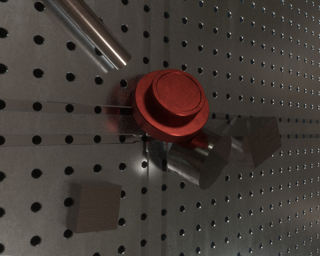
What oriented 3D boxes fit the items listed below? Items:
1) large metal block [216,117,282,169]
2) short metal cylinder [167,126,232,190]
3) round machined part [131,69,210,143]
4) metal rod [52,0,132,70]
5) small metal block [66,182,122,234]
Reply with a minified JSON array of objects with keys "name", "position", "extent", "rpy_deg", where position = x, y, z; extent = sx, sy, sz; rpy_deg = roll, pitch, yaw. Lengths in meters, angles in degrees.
[{"name":"large metal block","position":[0.130,0.020,0.485],"extent":[0.081,0.080,0.050],"rpy_deg":[-27,108,-37]},{"name":"short metal cylinder","position":[0.055,0.037,0.421],"extent":[0.081,0.050,0.079],"rpy_deg":[-36,139,-38]},{"name":"round machined part","position":[0.017,-0.034,0.384],"extent":[0.099,0.042,0.098],"rpy_deg":[9,58,-15]},{"name":"metal rod","position":[-0.133,-0.173,0.297],"extent":[0.300,0.025,0.025],"rpy_deg":[46,62,-30]},{"name":"small metal block","position":[-0.074,0.088,0.349],"extent":[0.050,0.025,0.050],"rpy_deg":[10,84,-40]}]
